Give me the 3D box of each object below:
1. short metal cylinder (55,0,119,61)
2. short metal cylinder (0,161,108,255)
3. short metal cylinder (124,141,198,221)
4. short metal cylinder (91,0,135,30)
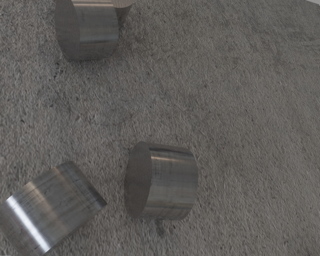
[{"bbox_3d":[-0.095,-0.128,0.395,0.050,0.080,0.080,-15,70,-34],"label":"short metal cylinder"},{"bbox_3d":[-0.094,0.074,0.273,0.081,0.080,0.050,-35,81,-38],"label":"short metal cylinder"},{"bbox_3d":[-0.002,0.057,0.333,0.050,0.080,0.080,10,58,-23],"label":"short metal cylinder"},{"bbox_3d":[-0.083,-0.188,0.457,0.081,0.050,0.080,14,56,-21],"label":"short metal cylinder"}]
